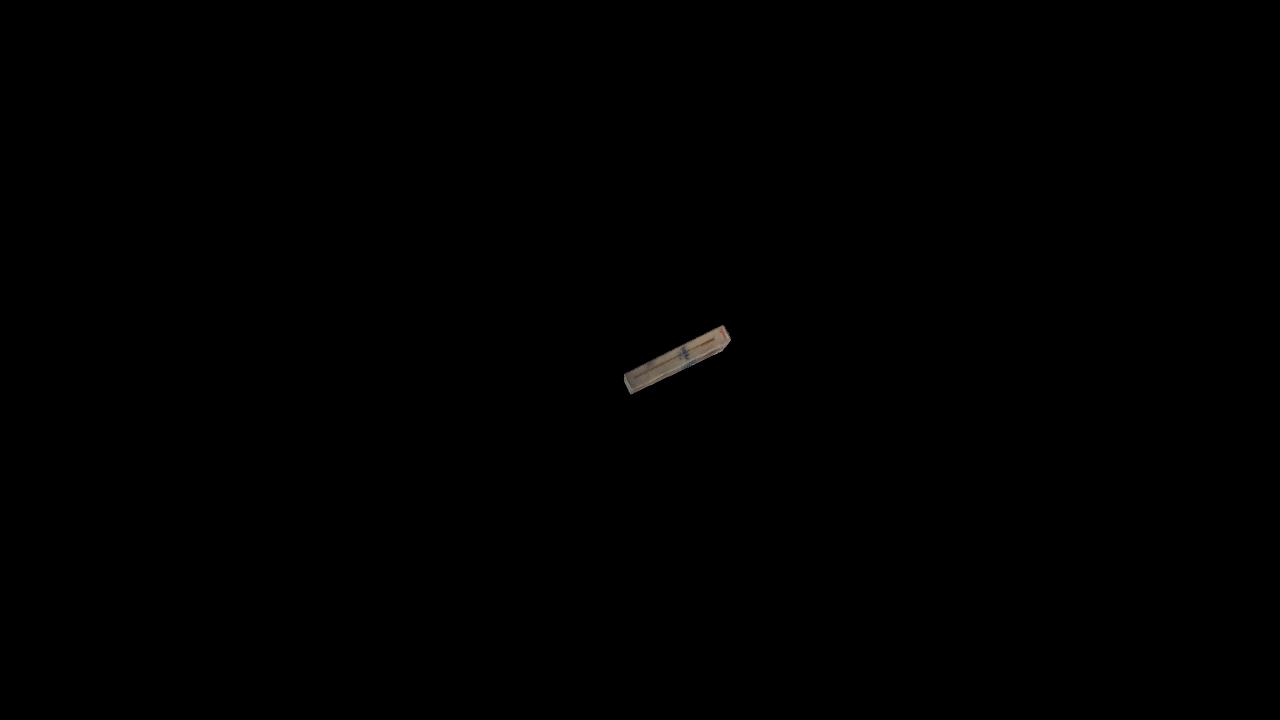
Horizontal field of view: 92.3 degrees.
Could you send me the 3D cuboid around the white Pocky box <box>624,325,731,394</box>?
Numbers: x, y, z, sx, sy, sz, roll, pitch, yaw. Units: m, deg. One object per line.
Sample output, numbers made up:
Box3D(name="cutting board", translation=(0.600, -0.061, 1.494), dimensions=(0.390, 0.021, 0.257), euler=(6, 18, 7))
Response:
Box3D(name="white Pocky box", translation=(0.050, 0.001, 0.869), dimensions=(0.154, 0.028, 0.084), euler=(-26, -7, -5))
